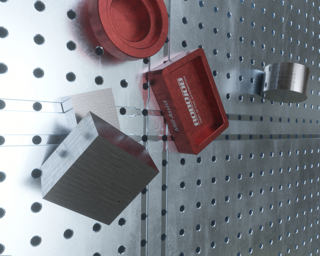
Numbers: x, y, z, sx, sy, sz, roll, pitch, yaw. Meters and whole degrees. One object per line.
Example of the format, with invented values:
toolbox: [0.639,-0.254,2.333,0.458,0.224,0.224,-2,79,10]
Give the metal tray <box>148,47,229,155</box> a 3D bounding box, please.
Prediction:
metal tray: [0.045,-0.038,0.445,0.091,0.030,0.129,-36,113,-34]

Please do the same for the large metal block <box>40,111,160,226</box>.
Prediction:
large metal block: [-0.062,0.043,0.319,0.080,0.050,0.080,-48,125,8]

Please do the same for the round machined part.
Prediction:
round machined part: [-0.040,-0.128,0.366,0.099,0.042,0.097,0,90,-40]

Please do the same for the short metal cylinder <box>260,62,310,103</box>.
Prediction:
short metal cylinder: [0.230,-0.082,0.570,0.080,0.080,0.050,18,78,-39]

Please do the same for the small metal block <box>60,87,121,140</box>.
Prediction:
small metal block: [-0.077,-0.015,0.346,0.050,0.025,0.050,-19,102,-39]
